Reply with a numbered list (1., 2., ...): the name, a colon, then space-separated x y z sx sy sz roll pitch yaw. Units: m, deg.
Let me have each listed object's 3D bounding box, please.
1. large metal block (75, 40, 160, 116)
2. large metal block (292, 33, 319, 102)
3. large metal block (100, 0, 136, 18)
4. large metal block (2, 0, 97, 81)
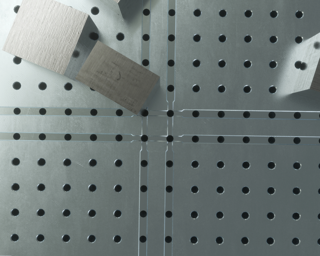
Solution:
1. large metal block: -0.047 -0.056 0.386 0.080 0.080 0.050 31 90 0
2. large metal block: 0.233 -0.073 0.402 0.080 0.050 0.080 18 90 0
3. large metal block: -0.059 -0.207 0.400 0.080 0.050 0.080 37 90 0
4. large metal block: -0.139 -0.116 0.400 0.080 0.050 0.080 22 90 0
